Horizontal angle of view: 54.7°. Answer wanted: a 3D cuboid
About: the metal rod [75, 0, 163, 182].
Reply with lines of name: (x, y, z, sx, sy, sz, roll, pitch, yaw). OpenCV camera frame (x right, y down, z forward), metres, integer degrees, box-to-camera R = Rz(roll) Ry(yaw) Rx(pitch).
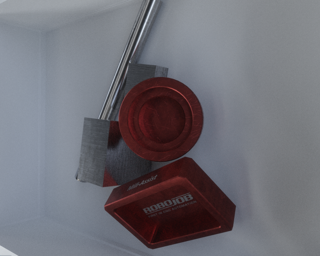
metal rod: (-0.068, -0.045, 0.460, 0.025, 0.025, 0.298, 38, 113, 33)

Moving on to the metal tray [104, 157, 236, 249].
metal tray: (0.009, 0.093, 0.361, 0.130, 0.030, 0.090, -29, 112, 36)

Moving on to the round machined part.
round machined part: (0.004, -0.010, 0.374, 0.098, 0.042, 0.097, 0, 91, 11)

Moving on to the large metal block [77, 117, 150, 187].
large metal block: (-0.057, 0.031, 0.413, 0.050, 0.081, 0.079, 7, 91, 40)

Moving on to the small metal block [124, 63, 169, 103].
small metal block: (-0.019, -0.060, 0.421, 0.050, 0.025, 0.050, 14, 99, 38)
